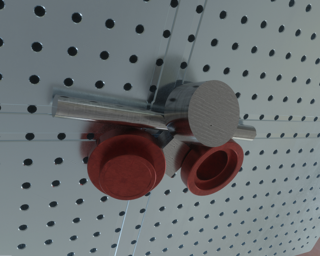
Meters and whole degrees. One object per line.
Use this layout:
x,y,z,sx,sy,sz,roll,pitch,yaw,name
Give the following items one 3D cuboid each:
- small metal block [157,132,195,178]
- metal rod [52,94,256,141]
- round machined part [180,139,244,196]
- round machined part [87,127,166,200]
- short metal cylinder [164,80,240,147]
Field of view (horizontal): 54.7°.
0.013,0.034,0.435,0.050,0.025,0.050,-45,129,3,small metal block
0.015,-0.008,0.410,0.302,0.025,0.025,7,115,-32,metal rod
0.073,0.050,0.464,0.099,0.042,0.097,-17,128,-22,round machined part
-0.041,0.051,0.388,0.099,0.042,0.097,-4,118,-6,round machined part
0.053,-0.018,0.389,0.081,0.050,0.079,-2,94,-32,short metal cylinder
